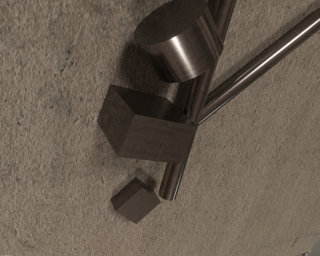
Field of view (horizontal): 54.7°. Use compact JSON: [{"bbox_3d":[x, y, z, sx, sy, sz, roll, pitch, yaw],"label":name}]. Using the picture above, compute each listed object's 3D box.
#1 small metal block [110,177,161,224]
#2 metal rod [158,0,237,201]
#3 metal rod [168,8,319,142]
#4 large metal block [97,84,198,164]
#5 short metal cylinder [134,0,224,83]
[{"bbox_3d":[-0.035,0.107,0.456,0.050,0.025,0.050,-42,130,0],"label":"small metal block"},{"bbox_3d":[0.047,-0.046,0.383,0.025,0.025,0.298,5,109,-31],"label":"metal rod"},{"bbox_3d":[0.112,-0.065,0.429,0.301,0.025,0.025,-38,130,-3],"label":"metal rod"},{"bbox_3d":[-0.017,-0.005,0.360,0.081,0.080,0.050,10,113,-33],"label":"large metal block"},{"bbox_3d":[0.020,-0.093,0.326,0.080,0.080,0.050,-38,130,-3],"label":"short metal cylinder"}]
